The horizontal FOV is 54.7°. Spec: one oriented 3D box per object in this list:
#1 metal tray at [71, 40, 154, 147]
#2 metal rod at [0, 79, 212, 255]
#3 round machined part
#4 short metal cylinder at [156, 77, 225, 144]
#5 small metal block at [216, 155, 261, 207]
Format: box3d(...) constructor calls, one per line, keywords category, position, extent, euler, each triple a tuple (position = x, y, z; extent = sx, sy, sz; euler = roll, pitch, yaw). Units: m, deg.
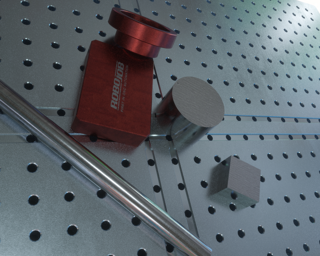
box3d(category="metal tray", position=(-0.057, -0.047, 0.404), extent=(0.091, 0.030, 0.130), euler=(15, 56, -20))
box3d(category="metal rod", position=(-0.066, 0.050, 0.342), extent=(0.300, 0.025, 0.025), euler=(39, 51, -2))
box3d(category="round machined part", position=(-0.028, -0.134, 0.447), extent=(0.099, 0.042, 0.098), euler=(20, 23, -9))
box3d(category="short metal cylinder", position=(0.042, -0.024, 0.431), extent=(0.081, 0.050, 0.080), euler=(14, 56, -21))
box3d(category="small metal block", position=(0.109, 0.073, 0.424), extent=(0.050, 0.025, 0.050), euler=(26, 52, -12))
